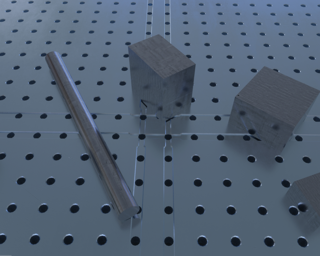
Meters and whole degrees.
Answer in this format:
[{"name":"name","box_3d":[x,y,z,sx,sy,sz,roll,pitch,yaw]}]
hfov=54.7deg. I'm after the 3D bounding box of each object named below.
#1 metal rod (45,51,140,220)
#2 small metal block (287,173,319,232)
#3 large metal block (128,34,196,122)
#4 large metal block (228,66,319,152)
[{"name":"metal rod","box_3d":[-0.103,-0.011,0.415,0.025,0.025,0.300,-22,54,-18]},{"name":"small metal block","box_3d":[0.181,0.079,0.344,0.050,0.025,0.050,-15,52,-13]},{"name":"large metal block","box_3d":[0.001,-0.069,0.430,0.050,0.080,0.080,-28,56,-22]},{"name":"large metal block","box_3d":[0.152,-0.028,0.417,0.080,0.050,0.080,32,57,24]}]
